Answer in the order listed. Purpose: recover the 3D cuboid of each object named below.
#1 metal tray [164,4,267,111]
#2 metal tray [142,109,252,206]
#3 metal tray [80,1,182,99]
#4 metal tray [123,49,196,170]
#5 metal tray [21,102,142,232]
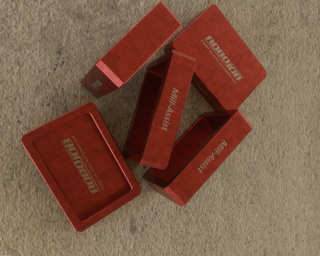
[{"bbox_3d":[0.081,-0.094,0.439,0.090,0.030,0.130,-46,105,-14],"label":"metal tray"},{"bbox_3d":[0.044,0.032,0.393,0.130,0.090,0.030,-45,105,-15],"label":"metal tray"},{"bbox_3d":[-0.039,-0.079,0.341,0.030,0.130,0.090,46,75,-15],"label":"metal tray"},{"bbox_3d":[-0.005,-0.020,0.374,0.030,0.090,0.129,18,84,-20],"label":"metal tray"},{"bbox_3d":[-0.092,0.045,0.374,0.091,0.030,0.129,-30,100,-18],"label":"metal tray"}]
